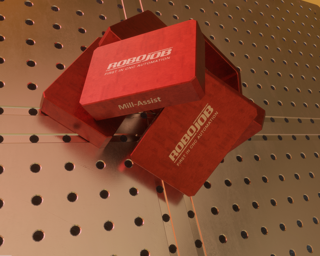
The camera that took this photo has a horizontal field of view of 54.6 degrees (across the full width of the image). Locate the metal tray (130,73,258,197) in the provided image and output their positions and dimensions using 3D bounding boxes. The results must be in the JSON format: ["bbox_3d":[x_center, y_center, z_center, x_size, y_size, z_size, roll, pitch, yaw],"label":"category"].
[{"bbox_3d":[0.037,0.005,0.363,0.090,0.130,0.030,34,13,-6],"label":"metal tray"}]

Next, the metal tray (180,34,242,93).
[{"bbox_3d":[0.076,-0.080,0.463,0.130,0.030,0.090,32,48,-36],"label":"metal tray"}]

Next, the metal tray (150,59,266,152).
[{"bbox_3d":[0.059,-0.024,0.411,0.130,0.090,0.030,33,51,-7],"label":"metal tray"}]

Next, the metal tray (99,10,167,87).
[{"bbox_3d":[-0.016,-0.116,0.443,0.090,0.030,0.131,42,37,-4],"label":"metal tray"}]

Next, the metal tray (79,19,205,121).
[{"bbox_3d":[-0.018,-0.062,0.339,0.030,0.130,0.090,54,33,-49],"label":"metal tray"}]

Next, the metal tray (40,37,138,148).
[{"bbox_3d":[-0.075,-0.049,0.394,0.090,0.030,0.130,34,51,-7],"label":"metal tray"}]
